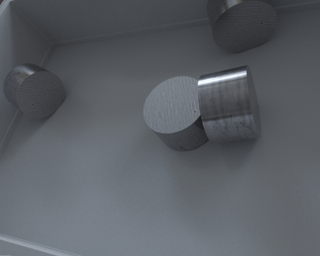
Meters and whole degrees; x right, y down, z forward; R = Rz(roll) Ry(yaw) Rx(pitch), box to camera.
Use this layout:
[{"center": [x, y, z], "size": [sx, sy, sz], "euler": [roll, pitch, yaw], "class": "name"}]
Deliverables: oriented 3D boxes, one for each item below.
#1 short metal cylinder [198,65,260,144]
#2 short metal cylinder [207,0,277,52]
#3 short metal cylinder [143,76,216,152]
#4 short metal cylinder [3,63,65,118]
[{"center": [0.079, -0.025, 0.344], "size": [0.050, 0.080, 0.080], "euler": [-10, 58, 23], "class": "short metal cylinder"}, {"center": [0.105, -0.146, 0.405], "size": [0.080, 0.080, 0.050], "euler": [-17, 55, 18], "class": "short metal cylinder"}, {"center": [0.026, -0.017, 0.385], "size": [0.080, 0.050, 0.080], "euler": [-13, 56, 20], "class": "short metal cylinder"}, {"center": [-0.208, -0.062, 0.515], "size": [0.050, 0.080, 0.080], "euler": [28, 77, 37], "class": "short metal cylinder"}]
